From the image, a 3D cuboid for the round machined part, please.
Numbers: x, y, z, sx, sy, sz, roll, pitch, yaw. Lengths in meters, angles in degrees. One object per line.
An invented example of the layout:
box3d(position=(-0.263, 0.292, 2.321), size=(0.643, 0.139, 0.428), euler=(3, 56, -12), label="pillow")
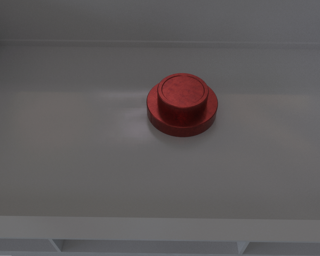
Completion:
box3d(position=(0.030, -0.038, 0.427), size=(0.099, 0.042, 0.098), euler=(0, 50, 0), label="round machined part")
